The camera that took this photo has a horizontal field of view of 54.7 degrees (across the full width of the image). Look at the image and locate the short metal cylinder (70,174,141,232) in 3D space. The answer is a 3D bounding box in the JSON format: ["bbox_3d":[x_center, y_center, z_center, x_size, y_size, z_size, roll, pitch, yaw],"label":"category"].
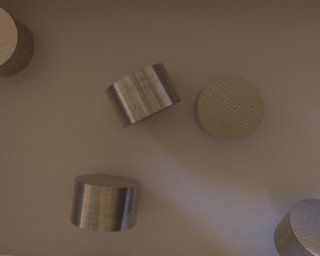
[{"bbox_3d":[-0.067,0.090,0.383,0.081,0.080,0.050,6,90,-1],"label":"short metal cylinder"}]

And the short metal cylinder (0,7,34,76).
[{"bbox_3d":[-0.212,-0.110,0.396,0.081,0.050,0.079,0,90,-1],"label":"short metal cylinder"}]

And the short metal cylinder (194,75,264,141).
[{"bbox_3d":[0.086,-0.024,0.400,0.081,0.050,0.079,0,90,-1],"label":"short metal cylinder"}]

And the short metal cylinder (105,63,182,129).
[{"bbox_3d":[-0.020,-0.039,0.384,0.080,0.080,0.050,-26,90,0],"label":"short metal cylinder"}]

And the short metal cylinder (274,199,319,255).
[{"bbox_3d":[0.190,0.135,0.381,0.081,0.050,0.080,5,46,-5],"label":"short metal cylinder"}]
